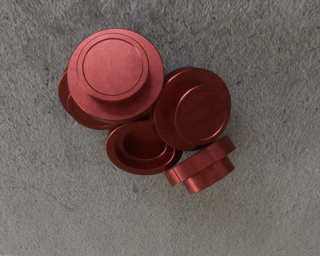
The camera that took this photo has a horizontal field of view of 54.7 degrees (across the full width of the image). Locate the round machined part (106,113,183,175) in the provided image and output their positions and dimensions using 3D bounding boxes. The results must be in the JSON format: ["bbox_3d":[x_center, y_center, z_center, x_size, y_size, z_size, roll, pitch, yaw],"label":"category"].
[{"bbox_3d":[-0.020,0.015,0.410,0.099,0.042,0.097,-1,130,0],"label":"round machined part"}]

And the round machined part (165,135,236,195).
[{"bbox_3d":[0.058,0.052,0.407,0.098,0.099,0.042,-35,81,26],"label":"round machined part"}]

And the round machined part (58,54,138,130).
[{"bbox_3d":[-0.071,-0.036,0.368,0.099,0.042,0.097,-1,130,0],"label":"round machined part"}]

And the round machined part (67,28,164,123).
[{"bbox_3d":[-0.045,-0.055,0.312,0.099,0.097,0.042,1,172,-1],"label":"round machined part"}]

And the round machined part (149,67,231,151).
[{"bbox_3d":[0.040,-0.019,0.353,0.099,0.042,0.097,-6,108,-20],"label":"round machined part"}]
